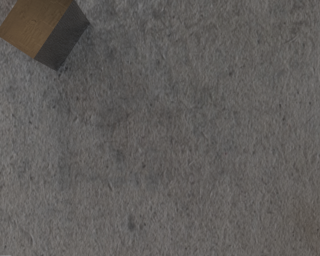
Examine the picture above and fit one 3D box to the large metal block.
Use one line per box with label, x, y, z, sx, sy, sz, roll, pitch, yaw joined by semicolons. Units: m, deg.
large metal block;-0.138;-0.123;0.381;0.050;0.080;0.080;34;90;-1
